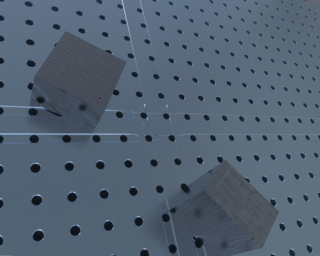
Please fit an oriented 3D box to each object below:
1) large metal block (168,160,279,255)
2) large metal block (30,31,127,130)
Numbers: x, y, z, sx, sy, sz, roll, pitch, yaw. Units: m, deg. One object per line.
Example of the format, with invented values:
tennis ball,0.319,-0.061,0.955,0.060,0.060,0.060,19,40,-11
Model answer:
large metal block,0.069,0.095,0.352,0.080,0.080,0.050,45,51,2
large metal block,-0.097,-0.057,0.374,0.080,0.050,0.080,25,53,-13
